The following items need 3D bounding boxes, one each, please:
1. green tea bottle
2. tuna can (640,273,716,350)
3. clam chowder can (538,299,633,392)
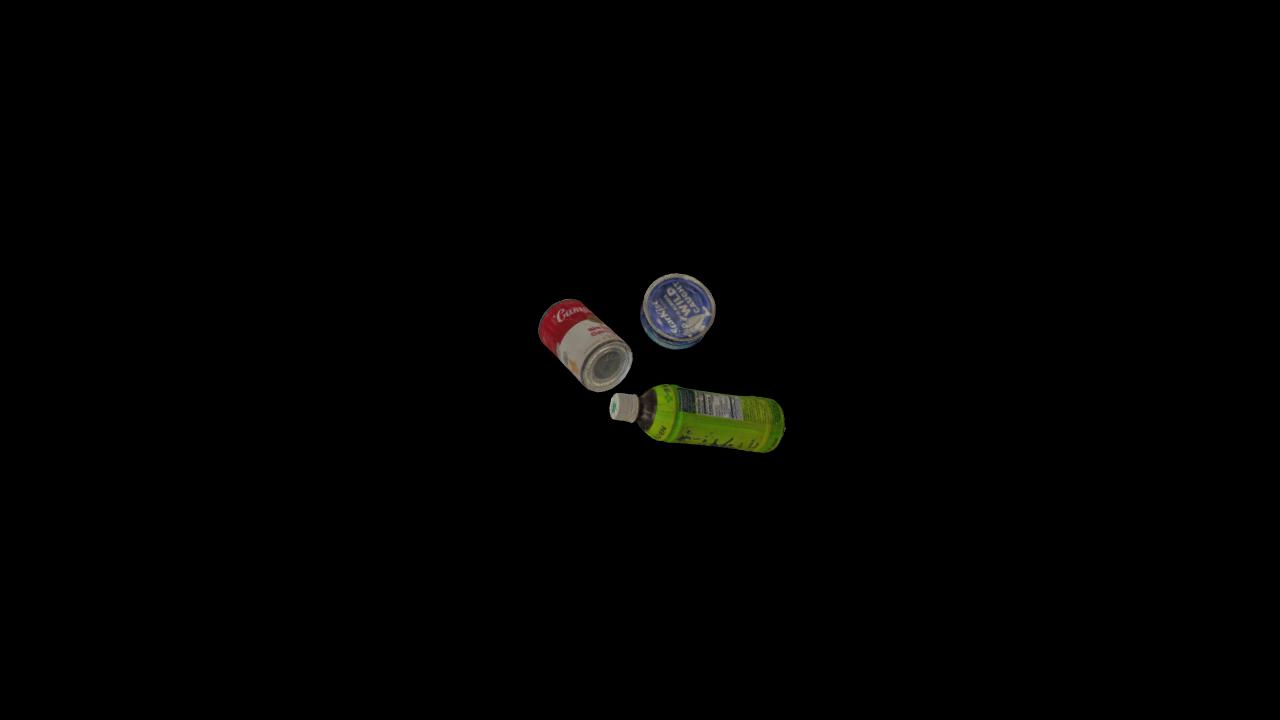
[{"bbox_3d":[0.067,0.066,0.727,0.212,0.073,0.073,11,-4,-22],"label":"green tea bottle"},{"bbox_3d":[0.042,-0.055,0.710,0.084,0.084,0.034,0,-20,-10],"label":"tuna can"},{"bbox_3d":[-0.063,-0.017,0.699,0.068,0.068,0.102,0,31,-41],"label":"clam chowder can"}]
